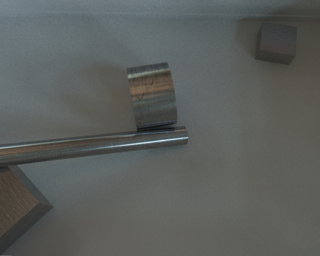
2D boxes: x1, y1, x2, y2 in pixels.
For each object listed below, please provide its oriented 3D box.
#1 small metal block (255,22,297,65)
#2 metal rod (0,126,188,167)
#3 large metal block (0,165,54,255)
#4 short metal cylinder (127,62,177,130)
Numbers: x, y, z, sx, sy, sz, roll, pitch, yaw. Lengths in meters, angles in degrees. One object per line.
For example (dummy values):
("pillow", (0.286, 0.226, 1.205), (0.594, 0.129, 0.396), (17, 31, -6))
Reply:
("small metal block", (0.171, -0.125, 0.458), (0.050, 0.025, 0.050), (11, 70, 3))
("metal rod", (-0.112, 0.024, 0.363), (0.303, 0.025, 0.025), (-6, 70, -17))
("large metal block", (-0.189, 0.090, 0.361), (0.080, 0.050, 0.080), (43, 75, 14))
("short metal cylinder", (-0.011, -0.040, 0.395), (0.050, 0.080, 0.080), (-10, 71, -4))
